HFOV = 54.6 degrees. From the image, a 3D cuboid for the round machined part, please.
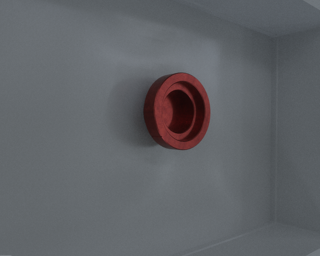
[{"bbox_3d":[0.018,-0.021,0.405,0.099,0.042,0.097,0,90,-40],"label":"round machined part"}]
